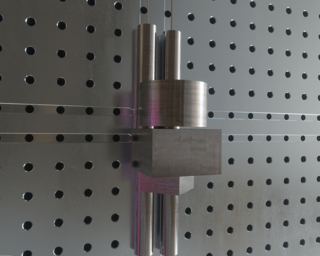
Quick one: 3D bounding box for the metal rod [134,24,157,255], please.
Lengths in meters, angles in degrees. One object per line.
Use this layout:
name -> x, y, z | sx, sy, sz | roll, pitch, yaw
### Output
metal rod -> -0.019, 0.015, 0.408 | 0.025, 0.025, 0.298 | 1, 90, -20

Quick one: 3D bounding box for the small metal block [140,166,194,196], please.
small metal block -> 0.010, 0.063, 0.380 | 0.050, 0.050, 0.025 | 1, 90, -65

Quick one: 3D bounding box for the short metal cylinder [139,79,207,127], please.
short metal cylinder -> 0.016, -0.027, 0.368 | 0.081, 0.080, 0.050 | 1, 90, -20

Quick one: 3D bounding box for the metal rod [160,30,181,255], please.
metal rod -> 0.014, 0.020, 0.420 | 0.025, 0.025, 0.298 | 1, 90, -20

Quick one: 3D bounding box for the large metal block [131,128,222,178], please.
large metal block -> 0.016, 0.026, 0.364 | 0.081, 0.080, 0.050 | 0, 90, -20
